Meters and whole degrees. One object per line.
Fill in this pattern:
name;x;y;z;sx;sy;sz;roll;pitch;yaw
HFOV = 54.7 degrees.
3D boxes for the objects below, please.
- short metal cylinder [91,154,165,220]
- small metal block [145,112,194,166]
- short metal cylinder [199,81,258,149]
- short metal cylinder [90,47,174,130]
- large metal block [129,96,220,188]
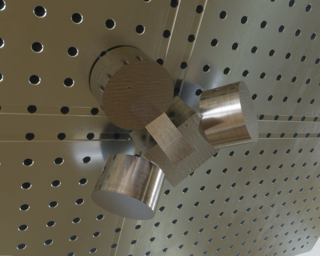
short metal cylinder;-0.039;0.075;0.389;0.080;0.050;0.080;12;145;9
small metal block;0.010;0.013;0.340;0.025;0.050;0.050;-37;86;-1
short metal cylinder;0.091;-0.016;0.402;0.050;0.080;0.080;-13;136;28
short metal cylinder;-0.032;-0.045;0.346;0.081;0.050;0.079;-14;124;-21
large metal block;0.020;0.019;0.410;0.080;0.050;0.080;-39;130;-2
